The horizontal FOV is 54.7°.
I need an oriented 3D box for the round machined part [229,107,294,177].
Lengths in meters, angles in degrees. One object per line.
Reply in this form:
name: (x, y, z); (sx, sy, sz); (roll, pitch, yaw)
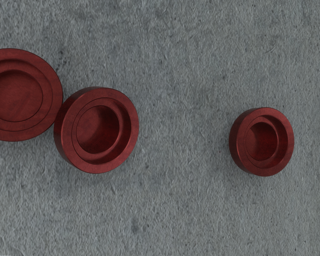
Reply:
round machined part: (0.142, 0.019, 0.452); (0.099, 0.042, 0.097); (0, 90, -20)

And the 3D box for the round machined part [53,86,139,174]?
round machined part: (-0.076, 0.000, 0.360); (0.099, 0.042, 0.097); (-11, 107, -39)

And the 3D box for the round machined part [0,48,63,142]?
round machined part: (-0.159, -0.034, 0.341); (0.099, 0.042, 0.097); (0, 90, -20)
